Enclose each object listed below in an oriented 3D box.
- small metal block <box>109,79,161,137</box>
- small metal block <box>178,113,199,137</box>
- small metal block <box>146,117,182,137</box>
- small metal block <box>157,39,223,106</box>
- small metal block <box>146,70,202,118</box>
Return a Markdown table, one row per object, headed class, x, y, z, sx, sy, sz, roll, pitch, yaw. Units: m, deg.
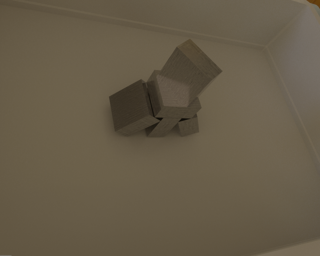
| class | x | y | z | sx | sy | sz | roll | pitch | yaw |
| --- | --- | --- | --- | --- | --- | --- | --- | --- | --- |
| small metal block | -0.032 | -0.024 | 0.381 | 0.025 | 0.050 | 0.050 | 28 | 42 | -55 |
| small metal block | 0.033 | -0.023 | 0.416 | 0.025 | 0.050 | 0.050 | -15 | 65 | 3 |
| small metal block | -0.001 | -0.022 | 0.400 | 0.025 | 0.050 | 0.050 | 1 | 61 | -28 |
| small metal block | 0.032 | -0.061 | 0.344 | 0.050 | 0.050 | 0.025 | 46 | 52 | 4 |
| small metal block | 0.016 | -0.040 | 0.371 | 0.050 | 0.025 | 0.050 | 1 | 61 | -28 |
